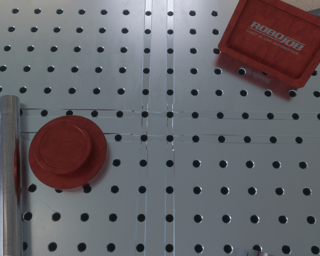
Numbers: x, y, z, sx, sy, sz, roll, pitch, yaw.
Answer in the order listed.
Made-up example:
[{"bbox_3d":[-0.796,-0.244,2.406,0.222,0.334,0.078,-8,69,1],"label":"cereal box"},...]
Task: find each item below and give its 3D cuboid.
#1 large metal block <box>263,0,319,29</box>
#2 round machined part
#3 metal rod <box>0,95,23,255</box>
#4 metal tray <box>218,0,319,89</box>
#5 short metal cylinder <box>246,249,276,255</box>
[{"bbox_3d":[0.192,-0.190,0.469,0.081,0.050,0.080,-16,71,-6],"label":"large metal block"},{"bbox_3d":[-0.117,0.028,0.391,0.099,0.042,0.098,0,70,0],"label":"round machined part"},{"bbox_3d":[-0.180,0.099,0.374,0.025,0.025,0.299,-9,70,-3],"label":"metal rod"},{"bbox_3d":[0.158,-0.123,0.425,0.130,0.089,0.030,29,29,10],"label":"metal tray"},{"bbox_3d":[0.126,0.165,0.323,0.080,0.080,0.050,17,71,6],"label":"short metal cylinder"}]
